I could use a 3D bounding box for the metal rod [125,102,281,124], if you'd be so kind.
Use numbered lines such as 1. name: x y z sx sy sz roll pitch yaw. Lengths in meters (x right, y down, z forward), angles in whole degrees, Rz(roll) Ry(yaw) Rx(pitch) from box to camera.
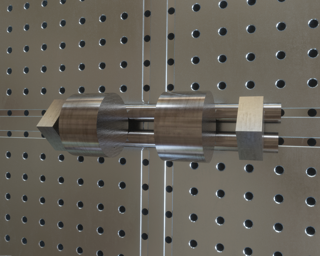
1. metal rod: 0.000 -0.020 0.413 0.301 0.025 0.025 1 91 19

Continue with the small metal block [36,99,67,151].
1. small metal block: -0.133 -0.004 0.422 0.025 0.050 0.050 1 48 20

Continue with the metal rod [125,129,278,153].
1. metal rod: -0.003 0.015 0.414 0.301 0.025 0.025 1 91 19

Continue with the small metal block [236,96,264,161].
1. small metal block: 0.100 0.001 0.340 0.025 0.050 0.050 1 49 20

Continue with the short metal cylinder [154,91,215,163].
1. short metal cylinder: 0.031 -0.002 0.349 0.050 0.080 0.079 1 90 20

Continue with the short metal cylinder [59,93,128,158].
1. short metal cylinder: -0.080 -0.004 0.388 0.050 0.080 0.079 1 90 20
